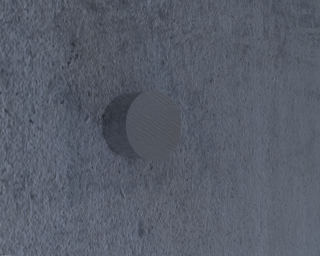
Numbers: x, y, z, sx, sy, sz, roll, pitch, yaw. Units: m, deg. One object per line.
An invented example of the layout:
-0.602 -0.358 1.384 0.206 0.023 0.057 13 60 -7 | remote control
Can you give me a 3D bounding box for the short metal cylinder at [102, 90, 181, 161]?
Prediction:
-0.021 -0.003 0.370 0.081 0.050 0.080 0 90 -40 | short metal cylinder
